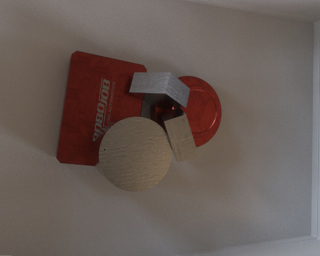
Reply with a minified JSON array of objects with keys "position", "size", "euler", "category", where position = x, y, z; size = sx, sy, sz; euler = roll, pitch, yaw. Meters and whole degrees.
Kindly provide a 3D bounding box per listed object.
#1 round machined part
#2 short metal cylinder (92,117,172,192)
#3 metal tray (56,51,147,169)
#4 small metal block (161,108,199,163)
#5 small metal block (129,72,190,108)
[{"position":[0.041,-0.022,0.416],"size":[0.099,0.042,0.097],"euler":[0,90,-21],"category":"round machined part"},{"position":[-0.033,0.028,0.352],"size":[0.081,0.050,0.079],"euler":[0,90,-21],"category":"short metal cylinder"},{"position":[-0.071,-0.019,0.378],"size":[0.091,0.030,0.129],"euler":[8,87,-20],"category":"metal tray"},{"position":[0.022,0.007,0.363],"size":[0.025,0.050,0.050],"euler":[-18,103,-1],"category":"small metal block"},{"position":[0.001,-0.045,0.370],"size":[0.050,0.050,0.025],"euler":[28,72,-55],"category":"small metal block"}]
